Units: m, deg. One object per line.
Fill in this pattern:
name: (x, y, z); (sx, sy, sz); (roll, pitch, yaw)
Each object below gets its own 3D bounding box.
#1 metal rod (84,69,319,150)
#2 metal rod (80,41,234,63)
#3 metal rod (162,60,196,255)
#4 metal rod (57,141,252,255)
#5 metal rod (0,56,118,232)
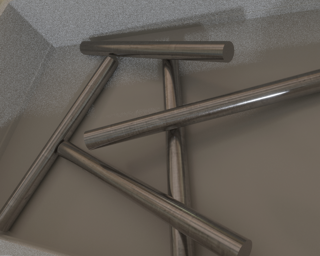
metal rod: (0.054, -0.021, 0.364); (0.301, 0.025, 0.025); (-14, 56, 10)
metal rod: (-0.027, -0.118, 0.464); (0.300, 0.025, 0.025); (15, 69, 42)
metal rod: (0.019, 0.005, 0.391); (0.025, 0.025, 0.299); (-15, 56, 19)
metal rod: (-0.035, 0.068, 0.357); (0.300, 0.025, 0.025); (19, 72, 42)
metal rod: (-0.153, 0.015, 0.474); (0.025, 0.025, 0.300); (19, 72, 35)
